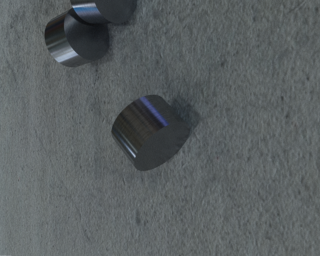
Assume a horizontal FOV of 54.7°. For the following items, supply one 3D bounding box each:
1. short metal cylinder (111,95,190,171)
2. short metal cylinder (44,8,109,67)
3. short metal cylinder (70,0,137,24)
[{"bbox_3d":[-0.011,0.006,0.376,0.050,0.081,0.080,49,119,29],"label":"short metal cylinder"},{"bbox_3d":[-0.124,-0.137,0.469,0.050,0.081,0.080,-6,86,39],"label":"short metal cylinder"},{"bbox_3d":[-0.078,-0.187,0.431,0.050,0.081,0.079,14,99,39],"label":"short metal cylinder"}]
